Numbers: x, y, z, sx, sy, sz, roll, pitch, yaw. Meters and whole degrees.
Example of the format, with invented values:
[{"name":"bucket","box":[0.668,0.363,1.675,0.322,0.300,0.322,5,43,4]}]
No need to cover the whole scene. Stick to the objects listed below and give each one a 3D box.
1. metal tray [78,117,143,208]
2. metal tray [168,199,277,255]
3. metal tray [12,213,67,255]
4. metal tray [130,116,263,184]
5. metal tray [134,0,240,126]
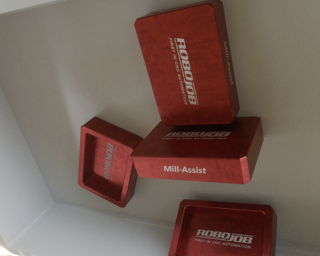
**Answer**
[{"name":"metal tray","box":[-0.079,0.056,0.481,0.090,0.030,0.129,24,127,13]},{"name":"metal tray","box":[0.082,0.146,0.410,0.130,0.090,0.030,-3,144,29]},{"name":"metal tray","box":[-0.280,0.264,0.720,0.130,0.030,0.089,26,128,11]},{"name":"metal tray","box":[0.044,0.022,0.356,0.130,0.090,0.030,-1,118,29]},{"name":"metal tray","box":[0.033,-0.067,0.347,0.090,0.030,0.129,-2,118,29]}]
